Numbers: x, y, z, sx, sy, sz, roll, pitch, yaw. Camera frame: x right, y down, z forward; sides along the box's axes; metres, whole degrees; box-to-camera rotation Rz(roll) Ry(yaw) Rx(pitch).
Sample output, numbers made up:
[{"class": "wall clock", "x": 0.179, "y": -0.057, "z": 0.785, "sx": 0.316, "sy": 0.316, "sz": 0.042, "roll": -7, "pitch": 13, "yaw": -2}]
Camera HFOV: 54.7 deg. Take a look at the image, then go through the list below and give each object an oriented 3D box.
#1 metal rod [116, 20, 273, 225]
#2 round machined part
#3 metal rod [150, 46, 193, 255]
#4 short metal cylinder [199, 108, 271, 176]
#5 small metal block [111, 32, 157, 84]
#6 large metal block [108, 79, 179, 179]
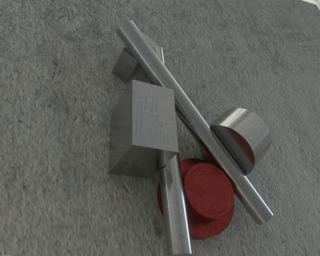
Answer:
[{"class": "metal rod", "x": 0.045, "y": -0.006, "z": 0.390, "sx": 0.025, "sy": 0.025, "sz": 0.299, "roll": -38, "pitch": 92, "yaw": -39}, {"class": "round machined part", "x": 0.050, "y": 0.081, "z": 0.374, "sx": 0.099, "sy": 0.042, "sz": 0.098, "roll": 14, "pitch": 56, "yaw": -21}, {"class": "metal rod", "x": 0.007, "y": 0.004, "z": 0.388, "sx": 0.025, "sy": 0.025, "sz": 0.299, "roll": 11, "pitch": 51, "yaw": -23}, {"class": "short metal cylinder", "x": 0.100, "y": 0.020, "z": 0.414, "sx": 0.080, "sy": 0.080, "sz": 0.050, "roll": 49, "pitch": 51, "yaw": 5}, {"class": "small metal block", "x": -0.036, "y": -0.097, "z": 0.430, "sx": 0.025, "sy": 0.050, "sz": 0.050, "roll": 39, "pitch": 51, "yaw": -3}, {"class": "large metal block", "x": -0.022, "y": 0.005, "z": 0.357, "sx": 0.050, "sy": 0.080, "sz": 0.080, "roll": 11, "pitch": 57, "yaw": -23}]
